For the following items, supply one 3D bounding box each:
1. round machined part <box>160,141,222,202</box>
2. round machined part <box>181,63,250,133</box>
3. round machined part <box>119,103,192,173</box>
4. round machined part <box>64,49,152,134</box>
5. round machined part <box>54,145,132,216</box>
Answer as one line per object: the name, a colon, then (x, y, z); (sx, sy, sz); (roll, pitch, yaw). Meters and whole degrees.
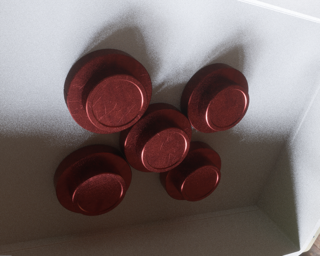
round machined part: (0.053, 0.073, 0.472); (0.099, 0.042, 0.097); (-14, 125, -21)
round machined part: (0.081, -0.035, 0.421); (0.099, 0.042, 0.097); (-14, 125, -21)
round machined part: (0.000, 0.020, 0.409); (0.099, 0.042, 0.097); (-14, 125, -21)
round machined part: (-0.053, -0.035, 0.346); (0.099, 0.042, 0.097); (-14, 125, -21)
round machined part: (-0.082, 0.073, 0.398); (0.099, 0.042, 0.097); (-14, 125, -21)
